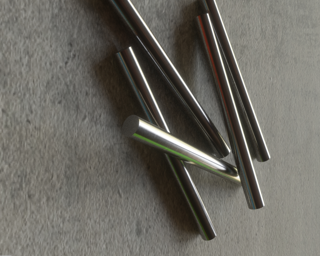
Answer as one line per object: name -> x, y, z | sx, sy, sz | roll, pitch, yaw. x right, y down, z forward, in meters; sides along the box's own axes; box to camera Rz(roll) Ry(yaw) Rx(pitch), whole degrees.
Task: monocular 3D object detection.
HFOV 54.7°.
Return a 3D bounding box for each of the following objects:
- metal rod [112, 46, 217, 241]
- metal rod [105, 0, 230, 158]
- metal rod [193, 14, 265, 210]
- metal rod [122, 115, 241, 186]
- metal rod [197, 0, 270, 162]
metal rod -> 0.015, 0.034, 0.419 | 0.025, 0.025, 0.299 | -39, 114, -33
metal rod -> 0.018, -0.065, 0.421 | 0.300, 0.025, 0.025 | 52, 60, -28
metal rod -> 0.105, -0.022, 0.467 | 0.025, 0.025, 0.298 | -20, 95, -39
metal rod -> 0.063, 0.046, 0.435 | 0.301, 0.025, 0.025 | 27, 73, -45
metal rod -> 0.128, -0.071, 0.514 | 0.025, 0.025, 0.299 | -40, 115, -33
